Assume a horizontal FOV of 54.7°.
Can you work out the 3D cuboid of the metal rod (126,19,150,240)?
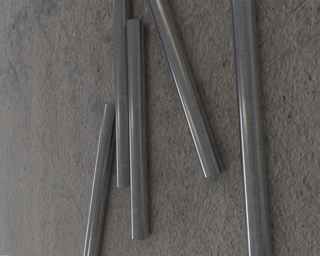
[{"bbox_3d":[-0.031,0.001,0.430,0.025,0.025,0.298,-2,88,40],"label":"metal rod"}]

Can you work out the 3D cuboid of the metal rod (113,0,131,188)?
[{"bbox_3d":[-0.053,-0.065,0.448,0.025,0.025,0.298,-2,89,40],"label":"metal rod"}]

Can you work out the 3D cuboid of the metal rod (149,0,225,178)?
[{"bbox_3d":[0.022,-0.086,0.387,0.025,0.025,0.299,-26,74,37],"label":"metal rod"}]

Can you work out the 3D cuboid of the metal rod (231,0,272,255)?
[{"bbox_3d":[0.096,-0.004,0.325,0.025,0.025,0.298,-5,87,40],"label":"metal rod"}]

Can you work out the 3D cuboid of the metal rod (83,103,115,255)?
[{"bbox_3d":[-0.095,0.110,0.483,0.025,0.025,0.298,15,99,39],"label":"metal rod"}]
